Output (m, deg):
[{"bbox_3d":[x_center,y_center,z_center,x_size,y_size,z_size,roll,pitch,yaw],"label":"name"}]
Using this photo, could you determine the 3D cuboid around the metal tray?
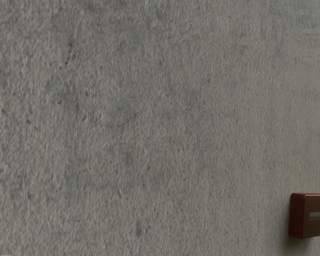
[{"bbox_3d":[0.333,0.192,0.686,0.131,0.030,0.089,11,83,-40],"label":"metal tray"}]
